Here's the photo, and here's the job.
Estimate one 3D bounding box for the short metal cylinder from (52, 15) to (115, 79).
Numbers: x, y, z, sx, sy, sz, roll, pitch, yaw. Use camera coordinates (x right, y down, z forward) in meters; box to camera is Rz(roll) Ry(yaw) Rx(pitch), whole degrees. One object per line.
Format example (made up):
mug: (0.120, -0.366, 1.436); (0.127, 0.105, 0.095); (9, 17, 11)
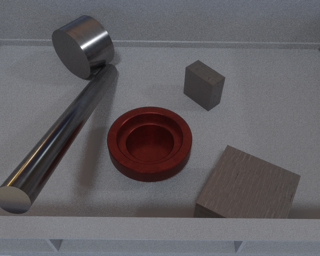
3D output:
short metal cylinder: (-0.116, -0.122, 0.471); (0.080, 0.080, 0.050); (31, 57, 23)

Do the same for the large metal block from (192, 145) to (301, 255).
large metal block: (0.089, 0.076, 0.326); (0.080, 0.050, 0.080); (24, 54, 18)

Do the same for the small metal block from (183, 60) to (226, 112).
small metal block: (0.062, -0.060, 0.440); (0.025, 0.050, 0.050); (-35, 58, -26)

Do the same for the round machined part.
round machined part: (-0.012, 0.023, 0.374); (0.099, 0.042, 0.098); (0, 50, 0)

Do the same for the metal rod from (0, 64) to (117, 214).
metal rod: (-0.090, -0.019, 0.347); (0.025, 0.025, 0.301); (4, 28, 3)
